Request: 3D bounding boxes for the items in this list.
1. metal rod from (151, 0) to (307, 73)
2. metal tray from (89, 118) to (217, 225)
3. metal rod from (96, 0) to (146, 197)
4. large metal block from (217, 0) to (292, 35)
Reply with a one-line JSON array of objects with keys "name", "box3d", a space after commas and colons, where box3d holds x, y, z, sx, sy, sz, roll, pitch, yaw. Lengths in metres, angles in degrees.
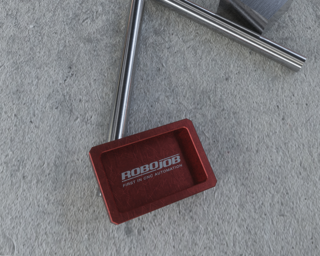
[{"name": "metal rod", "box3d": [0.075, -0.164, 0.469, 0.301, 0.025, 0.025, 30, 73, 10]}, {"name": "metal tray", "box3d": [-0.009, 0.050, 0.370, 0.131, 0.030, 0.090, -17, 76, -18]}, {"name": "metal rod", "box3d": [-0.050, -0.056, 0.427, 0.025, 0.025, 0.299, 6, 70, 2]}, {"name": "large metal block", "box3d": [0.146, -0.193, 0.467, 0.080, 0.050, 0.080, 40, 75, 13]}]
